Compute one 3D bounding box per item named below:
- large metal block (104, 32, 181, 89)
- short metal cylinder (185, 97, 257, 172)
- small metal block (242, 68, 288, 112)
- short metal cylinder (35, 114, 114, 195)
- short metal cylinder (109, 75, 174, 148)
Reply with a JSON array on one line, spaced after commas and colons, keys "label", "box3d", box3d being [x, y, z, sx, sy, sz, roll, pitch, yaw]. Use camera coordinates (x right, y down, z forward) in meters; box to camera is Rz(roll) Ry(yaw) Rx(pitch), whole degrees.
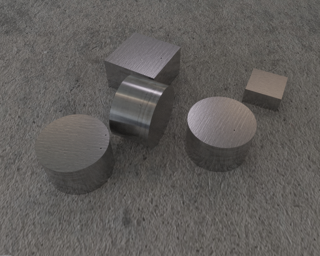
[{"label": "large metal block", "box3d": [-0.024, -0.091, 0.464, 0.080, 0.050, 0.080, 23, 54, 18]}, {"label": "short metal cylinder", "box3d": [0.073, 0.007, 0.382, 0.081, 0.050, 0.080, 0, 50, 0]}, {"label": "small metal block", "box3d": [0.153, -0.056, 0.452, 0.050, 0.025, 0.050, 19, 53, 15]}, {"label": "short metal cylinder", "box3d": [-0.096, 0.030, 0.361, 0.081, 0.050, 0.080, 0, 50, 0]}, {"label": "short metal cylinder", "box3d": [-0.021, -0.021, 0.385, 0.050, 0.080, 0.080, 19, 53, 15]}]
